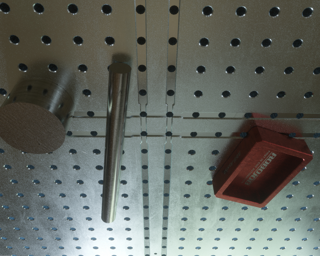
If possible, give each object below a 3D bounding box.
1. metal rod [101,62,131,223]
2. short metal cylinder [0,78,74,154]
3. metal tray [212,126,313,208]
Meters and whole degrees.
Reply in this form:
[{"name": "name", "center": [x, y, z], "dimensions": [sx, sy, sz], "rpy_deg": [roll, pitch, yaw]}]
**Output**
[{"name": "metal rod", "center": [-0.068, 0.044, 0.448], "dimensions": [0.025, 0.025, 0.298], "rpy_deg": [7, 130, -6]}, {"name": "short metal cylinder", "center": [-0.152, -0.014, 0.382], "dimensions": [0.081, 0.050, 0.079], "rpy_deg": [0, 130, 0]}, {"name": "metal tray", "center": [0.148, 0.063, 0.463], "dimensions": [0.091, 0.030, 0.129], "rpy_deg": [16, 128, -14]}]
